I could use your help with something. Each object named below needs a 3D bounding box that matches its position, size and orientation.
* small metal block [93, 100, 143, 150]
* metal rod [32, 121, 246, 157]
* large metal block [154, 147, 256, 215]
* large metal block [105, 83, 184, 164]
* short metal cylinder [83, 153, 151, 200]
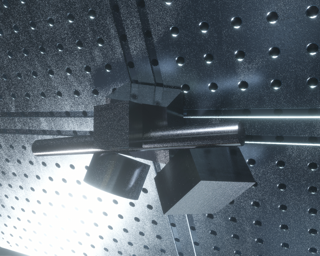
[{"bbox_3d":[-0.048,-0.001,0.350,0.050,0.025,0.050,-6,81,31],"label":"small metal block"},{"bbox_3d":[-0.049,0.017,0.378,0.300,0.025,0.025,-5,116,31],"label":"metal rod"},{"bbox_3d":[0.051,0.063,0.375,0.081,0.050,0.080,8,137,-31],"label":"large metal block"},{"bbox_3d":[-0.017,-0.007,0.394,0.080,0.050,0.079,10,123,22],"label":"large metal block"},{"bbox_3d":[-0.059,0.062,0.433,0.080,0.080,0.050,18,83,18],"label":"short metal cylinder"}]
